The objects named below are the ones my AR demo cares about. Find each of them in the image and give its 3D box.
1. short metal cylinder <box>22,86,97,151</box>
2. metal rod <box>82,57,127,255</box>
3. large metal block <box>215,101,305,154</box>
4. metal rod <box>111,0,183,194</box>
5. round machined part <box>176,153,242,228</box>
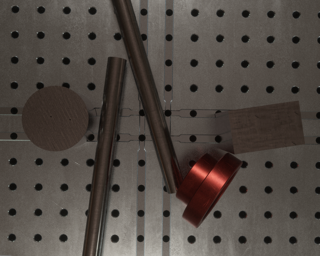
[{"bbox_3d":[-0.127,-0.012,0.399,0.081,0.050,0.079,0,90,-1],"label":"short metal cylinder"},{"bbox_3d":[-0.076,0.056,0.412,0.025,0.025,0.298,7,90,-1],"label":"metal rod"},{"bbox_3d":[0.120,-0.001,0.388,0.081,0.080,0.050,-8,90,0],"label":"large metal block"},{"bbox_3d":[-0.020,-0.060,0.413,0.025,0.025,0.298,-16,90,0],"label":"metal rod"},{"bbox_3d":[0.056,0.070,0.381,0.042,0.098,0.098,35,90,19],"label":"round machined part"}]
